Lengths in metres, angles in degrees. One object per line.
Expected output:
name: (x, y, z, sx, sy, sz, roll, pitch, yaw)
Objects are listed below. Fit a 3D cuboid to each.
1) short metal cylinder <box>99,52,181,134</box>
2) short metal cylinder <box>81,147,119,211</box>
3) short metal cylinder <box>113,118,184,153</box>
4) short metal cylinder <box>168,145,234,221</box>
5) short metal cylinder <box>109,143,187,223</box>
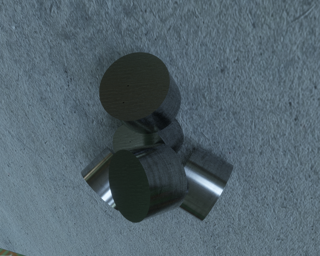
short metal cylinder: (-0.021, -0.038, 0.352, 0.080, 0.080, 0.050, 13, 167, 21)
short metal cylinder: (-0.066, 0.072, 0.445, 0.080, 0.050, 0.080, 44, 174, 7)
short metal cylinder: (-0.015, 0.018, 0.410, 0.080, 0.050, 0.079, 13, 123, 21)
short metal cylinder: (0.049, 0.068, 0.389, 0.050, 0.080, 0.079, 30, 128, 8)
short metal cylinder: (-0.016, 0.060, 0.351, 0.080, 0.050, 0.079, 11, 105, 49)
